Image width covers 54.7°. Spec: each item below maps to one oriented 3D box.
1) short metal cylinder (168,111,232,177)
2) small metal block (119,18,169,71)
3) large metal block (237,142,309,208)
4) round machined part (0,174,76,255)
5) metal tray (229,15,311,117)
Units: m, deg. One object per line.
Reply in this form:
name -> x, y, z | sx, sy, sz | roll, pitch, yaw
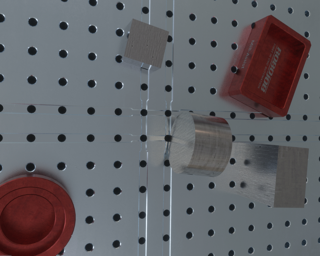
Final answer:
short metal cylinder -> 0.050, 0.021, 0.402 | 0.050, 0.080, 0.080 | 9, 87, -20
small metal block -> -0.021, -0.107, 0.405 | 0.050, 0.025, 0.050 | 14, 85, -20
large metal block -> 0.159, 0.064, 0.442 | 0.050, 0.080, 0.080 | 6, 88, -20
round machined part -> -0.148, 0.101, 0.349 | 0.099, 0.042, 0.097 | 0, 90, -20
metal tray -> 0.169, -0.092, 0.472 | 0.090, 0.030, 0.130 | 25, 82, -19
